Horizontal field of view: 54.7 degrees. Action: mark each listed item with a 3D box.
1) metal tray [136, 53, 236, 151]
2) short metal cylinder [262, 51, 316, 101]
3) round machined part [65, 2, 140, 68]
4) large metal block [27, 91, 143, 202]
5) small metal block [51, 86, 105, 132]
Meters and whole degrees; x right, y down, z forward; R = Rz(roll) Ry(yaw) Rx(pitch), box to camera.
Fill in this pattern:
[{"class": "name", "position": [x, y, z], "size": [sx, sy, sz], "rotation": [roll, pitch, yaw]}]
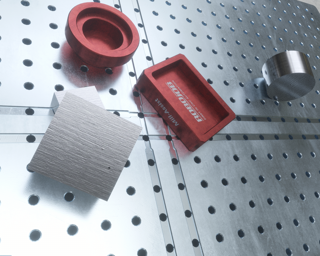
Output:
[{"class": "metal tray", "position": [0.039, -0.041, 0.452], "size": [0.091, 0.030, 0.130], "rotation": [-34, 81, -38]}, {"class": "short metal cylinder", "position": [0.229, -0.092, 0.556], "size": [0.081, 0.080, 0.050], "rotation": [14, 56, -21]}, {"class": "round machined part", "position": [-0.082, -0.123, 0.430], "size": [0.099, 0.042, 0.098], "rotation": [14, 56, -21]}, {"class": "large metal block", "position": [-0.075, 0.018, 0.319], "size": [0.080, 0.050, 0.080], "rotation": [26, 85, -12]}, {"class": "small metal block", "position": [-0.095, -0.020, 0.370], "size": [0.050, 0.025, 0.050], "rotation": [-15, 70, -35]}]
